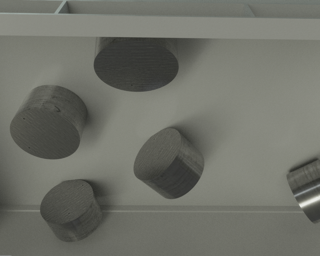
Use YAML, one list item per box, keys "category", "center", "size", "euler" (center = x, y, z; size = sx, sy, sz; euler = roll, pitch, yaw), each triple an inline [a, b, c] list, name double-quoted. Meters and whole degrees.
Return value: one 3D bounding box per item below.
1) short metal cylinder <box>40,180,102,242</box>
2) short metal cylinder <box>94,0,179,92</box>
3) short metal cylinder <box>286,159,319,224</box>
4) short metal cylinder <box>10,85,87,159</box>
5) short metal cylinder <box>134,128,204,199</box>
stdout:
- category: "short metal cylinder"
  center: [-0.136, 0.127, 0.480]
  size: [0.080, 0.080, 0.050]
  euler: [-7, 130, 5]
- category: "short metal cylinder"
  center: [-0.023, -0.079, 0.307]
  size: [0.081, 0.050, 0.080]
  euler: [-2, 154, -1]
- category: "short metal cylinder"
  center: [0.231, 0.093, 0.454]
  size: [0.050, 0.080, 0.080]
  euler: [-33, 123, 25]
- category: "short metal cylinder"
  center: [-0.136, -0.007, 0.386]
  size: [0.081, 0.050, 0.079]
  euler: [0, 130, 0]
- category: "short metal cylinder"
  center: [0.011, 0.047, 0.413]
  size: [0.080, 0.080, 0.050]
  euler: [-33, 123, 24]
